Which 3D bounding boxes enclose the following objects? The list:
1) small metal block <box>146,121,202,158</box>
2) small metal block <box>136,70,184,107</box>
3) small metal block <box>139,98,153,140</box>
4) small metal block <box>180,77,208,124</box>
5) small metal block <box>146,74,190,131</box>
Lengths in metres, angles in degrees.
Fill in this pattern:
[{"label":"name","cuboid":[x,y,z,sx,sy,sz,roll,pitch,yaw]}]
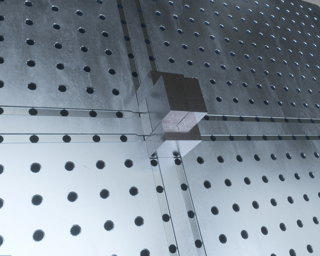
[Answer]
[{"label":"small metal block","cuboid":[0.016,0.015,0.390,0.050,0.050,0.025,1,61,-27]},{"label":"small metal block","cuboid":[0.002,-0.051,0.422,0.050,0.050,0.025,2,61,-27]},{"label":"small metal block","cuboid":[0.003,-0.012,0.416,0.050,0.025,0.050,1,61,-26]},{"label":"small metal block","cuboid":[0.031,-0.029,0.394,0.025,0.050,0.050,1,61,-26]},{"label":"small metal block","cuboid":[0.008,-0.030,0.381,0.025,0.050,0.050,2,61,-28]}]
